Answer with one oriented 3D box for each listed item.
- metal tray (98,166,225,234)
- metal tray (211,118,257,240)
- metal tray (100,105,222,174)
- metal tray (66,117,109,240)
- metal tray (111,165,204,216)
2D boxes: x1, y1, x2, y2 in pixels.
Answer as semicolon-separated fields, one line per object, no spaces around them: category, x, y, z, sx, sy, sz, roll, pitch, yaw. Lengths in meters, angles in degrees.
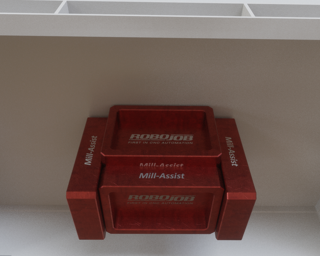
metal tray;0.001;0.085;0.357;0.131;0.030;0.089;0;130;-1
metal tray;0.083;0.060;0.389;0.030;0.130;0.089;1;131;-1
metal tray;0.002;0.012;0.372;0.131;0.090;0.030;1;131;0
metal tray;-0.080;0.059;0.387;0.030;0.130;0.089;0;131;0
metal tray;0.001;0.079;0.430;0.131;0.090;0.030;0;130;-1
